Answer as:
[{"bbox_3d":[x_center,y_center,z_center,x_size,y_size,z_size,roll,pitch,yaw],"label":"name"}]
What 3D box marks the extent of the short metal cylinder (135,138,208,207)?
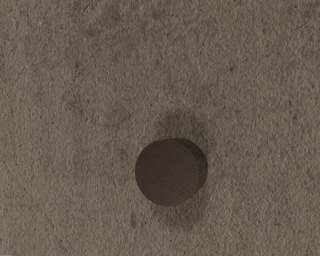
[{"bbox_3d":[0.016,0.053,0.389,0.080,0.050,0.079,0,90,19],"label":"short metal cylinder"}]
